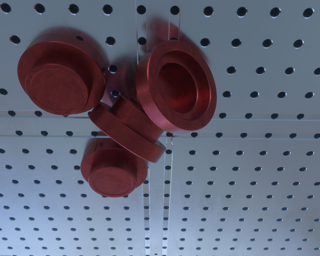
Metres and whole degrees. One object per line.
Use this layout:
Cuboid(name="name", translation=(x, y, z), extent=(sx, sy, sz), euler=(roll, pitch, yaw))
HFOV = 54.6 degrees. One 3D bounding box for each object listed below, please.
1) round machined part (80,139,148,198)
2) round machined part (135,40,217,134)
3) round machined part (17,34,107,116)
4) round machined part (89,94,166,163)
Cuboid(name="round machined part", translation=(-0.068, 0.065, 0.455), extent=(0.099, 0.042, 0.097), euler=(0, 130, 0))
Cuboid(name="round machined part", translation=(0.013, -0.041, 0.336), extent=(0.098, 0.098, 0.042), euler=(37, 147, -27))
Cuboid(name="round machined part", translation=(-0.112, -0.053, 0.354), extent=(0.099, 0.042, 0.097), euler=(0, 130, 0))
Cuboid(name="round machined part", translation=(-0.032, -0.004, 0.369), extent=(0.098, 0.098, 0.042), euler=(35, 92, -26))
